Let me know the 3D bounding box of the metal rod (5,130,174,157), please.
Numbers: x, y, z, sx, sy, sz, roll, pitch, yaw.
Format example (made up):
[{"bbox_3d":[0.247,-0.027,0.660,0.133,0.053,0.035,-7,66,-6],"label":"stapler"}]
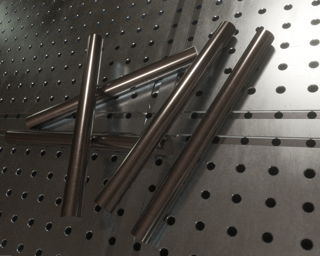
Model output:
[{"bbox_3d":[-0.121,0.019,0.457,0.300,0.025,0.025,2,63,28],"label":"metal rod"}]

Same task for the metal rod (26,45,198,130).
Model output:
[{"bbox_3d":[-0.082,-0.057,0.484,0.301,0.025,0.025,-20,54,16],"label":"metal rod"}]

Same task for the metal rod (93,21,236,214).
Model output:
[{"bbox_3d":[0.018,-0.028,0.390,0.025,0.025,0.300,19,64,35],"label":"metal rod"}]

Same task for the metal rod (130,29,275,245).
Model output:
[{"bbox_3d":[0.058,0.000,0.376,0.025,0.025,0.300,24,74,36],"label":"metal rod"}]

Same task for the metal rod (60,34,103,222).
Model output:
[{"bbox_3d":[-0.106,-0.021,0.440,0.025,0.025,0.299,-14,56,20],"label":"metal rod"}]
